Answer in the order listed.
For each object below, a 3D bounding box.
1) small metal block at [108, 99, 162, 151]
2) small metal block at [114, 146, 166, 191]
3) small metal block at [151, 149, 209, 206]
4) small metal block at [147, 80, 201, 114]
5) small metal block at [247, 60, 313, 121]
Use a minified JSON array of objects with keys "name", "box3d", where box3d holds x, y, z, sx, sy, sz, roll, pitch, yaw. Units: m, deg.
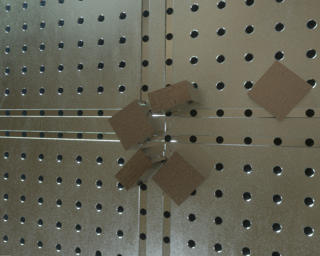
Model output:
[{"name":"small metal block","box3d":[-0.035,-0.004,0.424,0.050,0.025,0.050,-34,79,16]},{"name":"small metal block","box3d":[-0.024,0.052,0.407,0.025,0.050,0.050,46,104,14]},{"name":"small metal block","box3d":[0.026,0.064,0.403,0.050,0.025,0.050,44,103,14]},{"name":"small metal block","box3d":[0.019,-0.037,0.392,0.050,0.050,0.025,-17,84,19]},{"name":"small metal block","box3d":[0.139,-0.043,0.363,0.050,0.025,0.050,42,103,14]}]
